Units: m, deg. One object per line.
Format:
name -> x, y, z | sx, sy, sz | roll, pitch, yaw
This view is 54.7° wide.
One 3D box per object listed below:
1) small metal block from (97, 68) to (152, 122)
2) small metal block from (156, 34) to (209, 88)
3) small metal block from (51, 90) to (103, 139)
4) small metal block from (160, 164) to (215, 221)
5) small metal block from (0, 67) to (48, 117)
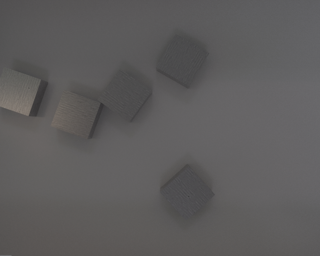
small metal block -> -0.046, -0.042, 0.411 | 0.050, 0.025, 0.050 | 36, 90, 0
small metal block -> 0.029, -0.087, 0.411 | 0.050, 0.025, 0.050 | 30, 90, 0
small metal block -> -0.108, -0.017, 0.410 | 0.050, 0.025, 0.050 | 20, 90, 0
small metal block -> 0.036, 0.084, 0.412 | 0.050, 0.025, 0.050 | -42, 90, 0
small metal block -> -0.184, -0.047, 0.410 | 0.050, 0.025, 0.050 | 19, 90, 0
